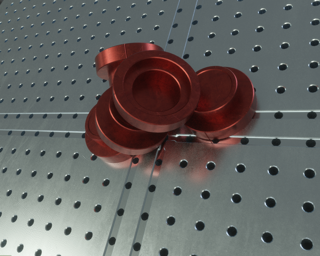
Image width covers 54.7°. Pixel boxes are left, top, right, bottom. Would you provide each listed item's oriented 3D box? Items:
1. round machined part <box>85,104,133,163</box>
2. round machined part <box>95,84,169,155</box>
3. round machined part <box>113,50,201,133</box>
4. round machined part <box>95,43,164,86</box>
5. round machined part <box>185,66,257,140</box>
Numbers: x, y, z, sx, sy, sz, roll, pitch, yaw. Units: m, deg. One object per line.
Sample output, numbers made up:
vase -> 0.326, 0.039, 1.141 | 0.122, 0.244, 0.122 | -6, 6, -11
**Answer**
round machined part -> -0.064, -0.005, 0.432 | 0.098, 0.042, 0.098 | -13, 56, 20
round machined part -> -0.032, -0.018, 0.393 | 0.099, 0.042, 0.098 | 6, 63, -11
round machined part -> -0.006, -0.039, 0.361 | 0.099, 0.042, 0.098 | 4, 65, -8
round machined part -> -0.039, -0.080, 0.436 | 0.098, 0.098, 0.042 | -12, 83, 21
round machined part -> 0.066, -0.038, 0.385 | 0.098, 0.042, 0.098 | -13, 56, 20
